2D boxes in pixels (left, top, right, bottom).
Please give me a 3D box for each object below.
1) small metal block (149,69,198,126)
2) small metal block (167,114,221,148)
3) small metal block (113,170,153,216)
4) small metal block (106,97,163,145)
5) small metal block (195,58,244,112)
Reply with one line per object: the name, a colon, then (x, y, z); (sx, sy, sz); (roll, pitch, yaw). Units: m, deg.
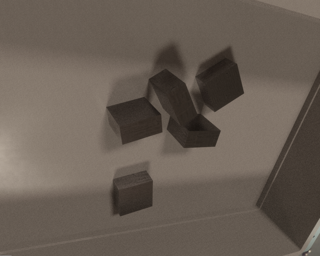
small metal block: (0.016, -0.038, 0.379); (0.025, 0.050, 0.050); (-33, 129, -7)
small metal block: (0.045, 0.003, 0.421); (0.050, 0.050, 0.025); (0, 119, -29)
small metal block: (-0.039, 0.094, 0.447); (0.050, 0.025, 0.050); (-12, 124, -22)
small metal block: (-0.031, -0.010, 0.371); (0.050, 0.050, 0.025); (-17, 126, -19)
small metal block: (0.082, -0.058, 0.419); (0.050, 0.025, 0.050); (-33, 129, -8)
